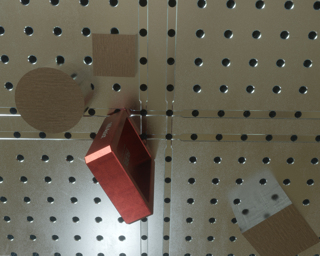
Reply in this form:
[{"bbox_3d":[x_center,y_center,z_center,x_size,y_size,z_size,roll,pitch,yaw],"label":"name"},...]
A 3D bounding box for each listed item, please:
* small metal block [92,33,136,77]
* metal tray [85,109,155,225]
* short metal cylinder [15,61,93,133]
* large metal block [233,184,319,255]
[{"bbox_3d":[-0.055,-0.090,0.380,0.050,0.025,0.050,2,110,-1],"label":"small metal block"},{"bbox_3d":[-0.041,0.039,0.371,0.030,0.130,0.090,-26,108,9],"label":"metal tray"},{"bbox_3d":[-0.128,-0.039,0.384,0.081,0.050,0.079,0,110,0],"label":"short metal cylinder"},{"bbox_3d":[0.169,0.144,0.455,0.080,0.050,0.080,-36,106,12],"label":"large metal block"}]
